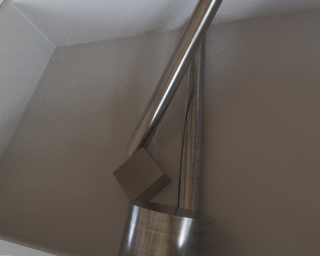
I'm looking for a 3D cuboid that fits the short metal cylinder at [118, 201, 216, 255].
[{"bbox_3d":[0.006,0.099,0.281,0.080,0.080,0.050,6,80,30],"label":"short metal cylinder"}]

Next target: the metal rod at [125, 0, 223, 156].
[{"bbox_3d":[0.032,-0.095,0.370,0.025,0.025,0.298,38,107,38],"label":"metal rod"}]

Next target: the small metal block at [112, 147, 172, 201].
[{"bbox_3d":[-0.022,0.060,0.379,0.050,0.025,0.050,-41,51,0],"label":"small metal block"}]

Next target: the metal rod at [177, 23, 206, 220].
[{"bbox_3d":[0.044,-0.031,0.400,0.025,0.025,0.299,-8,58,24],"label":"metal rod"}]

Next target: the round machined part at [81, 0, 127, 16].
[{"bbox_3d":[-0.103,-0.261,0.609,0.098,0.042,0.098,-13,56,20],"label":"round machined part"}]
